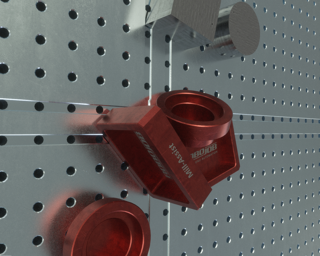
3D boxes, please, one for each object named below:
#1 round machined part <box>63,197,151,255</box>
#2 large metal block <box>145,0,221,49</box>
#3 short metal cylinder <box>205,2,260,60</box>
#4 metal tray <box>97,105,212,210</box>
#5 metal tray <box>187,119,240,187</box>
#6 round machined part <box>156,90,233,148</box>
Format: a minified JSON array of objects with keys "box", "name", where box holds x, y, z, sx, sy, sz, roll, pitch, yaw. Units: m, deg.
[{"box":[-0.062,0.127,0.347,0.099,0.042,0.097,0,90,-40],"name":"round machined part"},{"box":[0.035,-0.165,0.421,0.080,0.050,0.080,19,78,-39],"name":"large metal block"},{"box":[0.113,-0.150,0.487,0.081,0.050,0.079,0,90,-40],"name":"short metal cylinder"},{"box":[-0.007,0.035,0.361,0.030,0.090,0.130,-48,119,-29],"name":"metal tray"},{"box":[0.062,0.040,0.457,0.131,0.030,0.089,-20,103,-38],"name":"metal tray"},{"box":[0.041,-0.010,0.404,0.099,0.098,0.042,-20,131,-38],"name":"round machined part"}]
